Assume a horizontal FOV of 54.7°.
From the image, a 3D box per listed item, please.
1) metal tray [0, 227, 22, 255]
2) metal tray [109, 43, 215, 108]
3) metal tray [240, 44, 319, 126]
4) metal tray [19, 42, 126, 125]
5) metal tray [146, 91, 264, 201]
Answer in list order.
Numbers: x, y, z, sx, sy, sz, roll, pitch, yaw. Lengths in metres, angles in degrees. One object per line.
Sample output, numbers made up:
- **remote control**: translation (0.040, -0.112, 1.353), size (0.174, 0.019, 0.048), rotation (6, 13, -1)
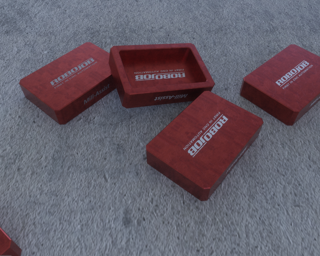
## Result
- **metal tray**: translation (-0.212, 0.133, 0.286), size (0.090, 0.030, 0.131), rotation (32, 57, 24)
- **metal tray**: translation (0.001, -0.078, 0.441), size (0.131, 0.030, 0.090), rotation (-8, 58, -21)
- **metal tray**: translation (0.195, -0.069, 0.459), size (0.131, 0.030, 0.090), rotation (-35, 58, -26)
- **metal tray**: translation (-0.124, -0.071, 0.459), size (0.090, 0.030, 0.131), rotation (34, 57, 25)
- **metal tray**: translation (0.057, 0.016, 0.387), size (0.090, 0.030, 0.131), rotation (32, 57, 24)
